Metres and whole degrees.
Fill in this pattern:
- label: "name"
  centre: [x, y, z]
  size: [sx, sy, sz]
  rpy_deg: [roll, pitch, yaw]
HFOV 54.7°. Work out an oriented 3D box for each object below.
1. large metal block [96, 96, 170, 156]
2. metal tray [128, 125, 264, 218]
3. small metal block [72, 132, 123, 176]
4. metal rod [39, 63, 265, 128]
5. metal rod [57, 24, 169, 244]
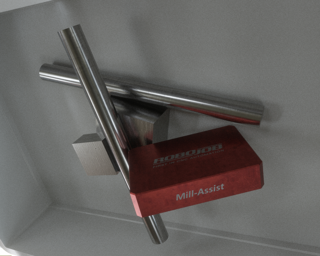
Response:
- label: "large metal block"
  centre: [-0.036, 0.005, 0.412]
  size: [0.080, 0.050, 0.079]
  rpy_deg: [17, 125, 18]
- label: "metal tray"
  centre: [0.033, 0.042, 0.338]
  size: [0.131, 0.090, 0.030]
  rpy_deg: [-13, 116, -1]
- label: "small metal block"
  centre: [-0.078, 0.034, 0.403]
  size: [0.050, 0.025, 0.050]
  rpy_deg: [-7, 115, 30]
- label: "metal rod"
  centre: [-0.025, -0.046, 0.391]
  size: [0.301, 0.025, 0.025]
  rpy_deg: [14, 124, 20]
- label: "metal rod"
  centre: [-0.048, 0.024, 0.381]
  size: [0.025, 0.025, 0.298]
  rpy_deg: [-7, 115, 31]
